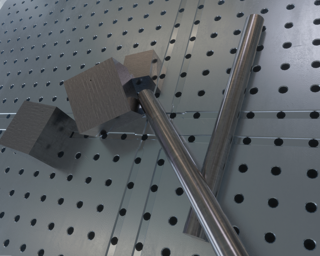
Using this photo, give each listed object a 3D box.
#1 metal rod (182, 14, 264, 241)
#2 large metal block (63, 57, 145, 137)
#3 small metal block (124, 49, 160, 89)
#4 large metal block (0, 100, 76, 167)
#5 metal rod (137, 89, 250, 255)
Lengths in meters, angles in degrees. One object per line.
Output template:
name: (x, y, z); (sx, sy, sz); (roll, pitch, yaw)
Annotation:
metal rod: (0.084, -0.018, 0.375); (0.025, 0.025, 0.300); (7, 65, 31)
large metal block: (-0.079, -0.041, 0.441); (0.080, 0.050, 0.080); (-23, 77, 14)
small metal block: (-0.030, -0.090, 0.479); (0.050, 0.025, 0.050); (-6, 59, 25)
large metal block: (-0.192, 0.008, 0.489); (0.080, 0.050, 0.080); (11, 67, 33)
metal rod: (0.028, 0.044, 0.338); (0.025, 0.025, 0.300); (-34, 43, 6)
